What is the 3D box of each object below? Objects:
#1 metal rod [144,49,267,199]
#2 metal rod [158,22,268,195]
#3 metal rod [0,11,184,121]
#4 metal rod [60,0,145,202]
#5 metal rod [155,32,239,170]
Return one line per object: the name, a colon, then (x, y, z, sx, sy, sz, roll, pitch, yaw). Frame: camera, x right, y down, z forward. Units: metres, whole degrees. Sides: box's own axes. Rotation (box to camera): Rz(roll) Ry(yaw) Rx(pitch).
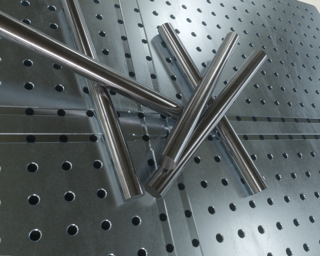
metal rod: (0.078, -0.023, 0.436, 0.025, 0.025, 0.301, 42, 60, 0)
metal rod: (0.074, -0.039, 0.473, 0.025, 0.025, 0.299, -16, 70, -35)
metal rod: (-0.078, -0.068, 0.371, 0.302, 0.025, 0.025, 24, 52, -28)
metal rod: (-0.080, -0.052, 0.397, 0.025, 0.025, 0.299, -8, 66, -32)
metal rod: (0.067, -0.059, 0.448, 0.025, 0.025, 0.301, 36, 50, -5)
